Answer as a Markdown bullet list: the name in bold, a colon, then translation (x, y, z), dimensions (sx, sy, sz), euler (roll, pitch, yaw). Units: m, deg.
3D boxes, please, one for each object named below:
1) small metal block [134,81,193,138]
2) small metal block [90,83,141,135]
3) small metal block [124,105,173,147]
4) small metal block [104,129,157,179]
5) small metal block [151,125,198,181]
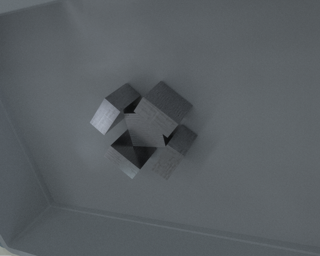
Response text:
- **small metal block**: translation (0.005, -0.024, 0.372), dimensions (0.050, 0.050, 0.025), euler (38, 128, 1)
- **small metal block**: translation (-0.058, -0.025, 0.405), dimensions (0.025, 0.050, 0.050), euler (41, 130, 1)
- **small metal block**: translation (-0.015, -0.003, 0.412), dimensions (0.050, 0.025, 0.050), euler (1, 119, 28)
- **small metal block**: translation (-0.041, 0.034, 0.433), dimensions (0.050, 0.050, 0.025), euler (39, 130, 2)
- **small metal block**: translation (0.019, 0.031, 0.399), dimensions (0.025, 0.050, 0.050), euler (34, 128, 4)
